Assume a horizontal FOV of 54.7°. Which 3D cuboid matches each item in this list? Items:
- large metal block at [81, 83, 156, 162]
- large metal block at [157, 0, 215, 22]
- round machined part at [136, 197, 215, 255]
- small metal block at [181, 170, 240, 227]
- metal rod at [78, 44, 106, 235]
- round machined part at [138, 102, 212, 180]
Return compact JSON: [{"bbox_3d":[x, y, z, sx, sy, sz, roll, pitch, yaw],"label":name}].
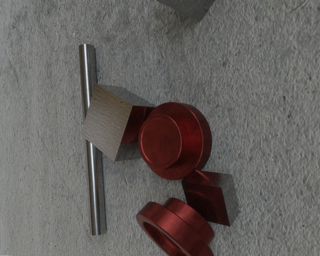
[{"bbox_3d":[-0.058,-0.009,0.437,0.080,0.050,0.079,31,109,35],"label":"large metal block"},{"bbox_3d":[0.032,-0.176,0.343,0.080,0.081,0.050,-52,60,27],"label":"large metal block"},{"bbox_3d":[0.023,0.118,0.353,0.098,0.042,0.098,35,154,21],"label":"round machined part"},{"bbox_3d":[0.057,0.077,0.346,0.050,0.025,0.050,1,116,39],"label":"small metal block"},{"bbox_3d":[-0.108,0.016,0.494,0.025,0.025,0.298,-7,85,40],"label":"metal rod"},{"bbox_3d":[0.011,0.016,0.385,0.098,0.042,0.097,0,90,40],"label":"round machined part"}]
